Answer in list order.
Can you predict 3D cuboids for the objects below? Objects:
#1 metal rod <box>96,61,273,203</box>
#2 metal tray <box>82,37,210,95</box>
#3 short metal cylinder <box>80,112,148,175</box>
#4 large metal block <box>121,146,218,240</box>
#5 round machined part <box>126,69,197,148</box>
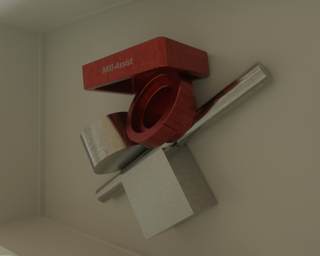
[{"bbox_3d":[0.010,0.022,0.395,0.299,0.025,0.025,-40,66,32],"label":"metal rod"},{"bbox_3d":[-0.019,-0.068,0.375,0.130,0.091,0.030,-8,85,39],"label":"metal tray"},{"bbox_3d":[-0.059,0.021,0.416,0.080,0.081,0.050,-40,66,32],"label":"short metal cylinder"},{"bbox_3d":[0.009,0.077,0.378,0.080,0.050,0.080,-40,66,32],"label":"large metal block"},{"bbox_3d":[0.005,-0.020,0.370,0.098,0.042,0.098,-35,40,36],"label":"round machined part"}]
